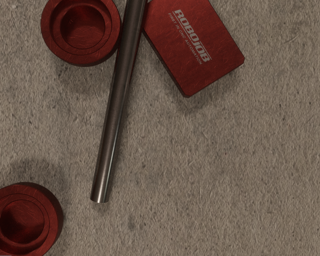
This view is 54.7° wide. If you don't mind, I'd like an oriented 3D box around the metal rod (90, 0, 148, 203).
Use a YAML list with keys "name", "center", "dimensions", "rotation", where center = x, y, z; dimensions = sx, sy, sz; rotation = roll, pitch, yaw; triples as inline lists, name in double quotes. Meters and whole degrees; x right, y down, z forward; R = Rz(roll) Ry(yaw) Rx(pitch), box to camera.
- name: "metal rod"
  center: [-0.050, -0.051, 0.390]
  dimensions: [0.025, 0.025, 0.298]
  rotation: [12, 97, -1]

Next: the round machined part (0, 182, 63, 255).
- name: "round machined part"
  center: [-0.174, 0.118, 0.399]
  dimensions: [0.099, 0.042, 0.097]
  rotation: [0, 90, -1]

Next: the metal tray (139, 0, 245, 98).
- name: "metal tray"
  center: [0.038, -0.116, 0.408]
  dimensions: [0.090, 0.030, 0.130]
  rotation: [-32, 90, -1]

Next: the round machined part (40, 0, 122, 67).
- name: "round machined part"
  center: [-0.097, -0.127, 0.400]
  dimensions: [0.099, 0.042, 0.097]
  rotation: [0, 90, -1]
